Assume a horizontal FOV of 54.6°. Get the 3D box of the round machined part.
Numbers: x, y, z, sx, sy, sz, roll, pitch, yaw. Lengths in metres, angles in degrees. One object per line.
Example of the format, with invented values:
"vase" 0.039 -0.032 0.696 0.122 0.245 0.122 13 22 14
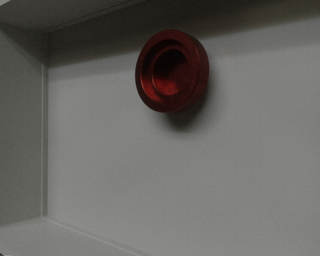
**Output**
"round machined part" 0.019 -0.067 0.381 0.098 0.042 0.097 0 90 40
